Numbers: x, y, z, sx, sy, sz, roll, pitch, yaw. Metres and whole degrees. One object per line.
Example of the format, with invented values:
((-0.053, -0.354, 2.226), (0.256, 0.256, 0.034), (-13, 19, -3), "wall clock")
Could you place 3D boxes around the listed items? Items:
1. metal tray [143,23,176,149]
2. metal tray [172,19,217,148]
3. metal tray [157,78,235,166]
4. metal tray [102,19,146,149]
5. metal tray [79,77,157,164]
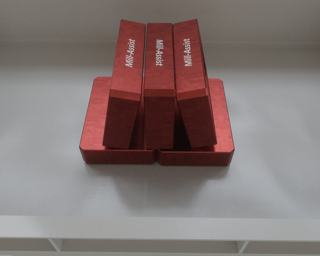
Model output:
((0.000, -0.051, 0.363), (0.030, 0.089, 0.130), (0, 48, 0), "metal tray")
((0.040, -0.053, 0.364), (0.030, 0.090, 0.130), (-9, 49, 11), "metal tray")
((0.043, -0.012, 0.410), (0.091, 0.030, 0.130), (1, 50, 0), "metal tray")
((-0.041, -0.052, 0.362), (0.030, 0.089, 0.130), (8, 49, -10), "metal tray")
((-0.049, -0.014, 0.410), (0.091, 0.030, 0.130), (1, 50, 0), "metal tray")
